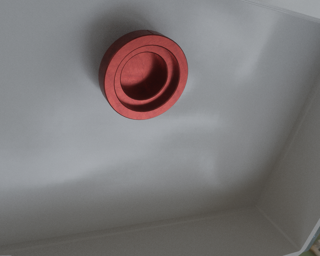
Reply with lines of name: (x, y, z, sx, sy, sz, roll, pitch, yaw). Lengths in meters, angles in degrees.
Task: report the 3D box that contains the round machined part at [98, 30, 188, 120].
round machined part: (-0.021, -0.062, 0.349, 0.099, 0.042, 0.097, -14, 125, -21)
